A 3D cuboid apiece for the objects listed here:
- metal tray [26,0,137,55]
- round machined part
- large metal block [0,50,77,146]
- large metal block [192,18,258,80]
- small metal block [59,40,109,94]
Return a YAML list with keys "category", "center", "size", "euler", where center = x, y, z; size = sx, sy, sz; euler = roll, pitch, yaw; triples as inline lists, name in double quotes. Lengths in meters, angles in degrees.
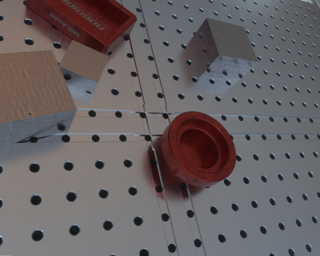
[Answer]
- category: "metal tray"
  center: [-0.110, -0.169, 0.448]
  size: [0.130, 0.030, 0.090]
  euler: [36, 51, -5]
- category: "round machined part"
  center: [0.046, 0.030, 0.403]
  size: [0.099, 0.042, 0.098]
  euler: [14, 56, -21]
- category: "large metal block"
  center: [-0.147, -0.034, 0.334]
  size: [0.081, 0.050, 0.080]
  euler: [-15, 70, -34]
- category: "large metal block"
  center: [0.110, -0.135, 0.533]
  size: [0.081, 0.050, 0.080]
  euler: [3, 61, -27]
- category: "small metal block"
  center: [-0.100, -0.079, 0.402]
  size: [0.050, 0.025, 0.050]
  euler: [22, 53, -15]
